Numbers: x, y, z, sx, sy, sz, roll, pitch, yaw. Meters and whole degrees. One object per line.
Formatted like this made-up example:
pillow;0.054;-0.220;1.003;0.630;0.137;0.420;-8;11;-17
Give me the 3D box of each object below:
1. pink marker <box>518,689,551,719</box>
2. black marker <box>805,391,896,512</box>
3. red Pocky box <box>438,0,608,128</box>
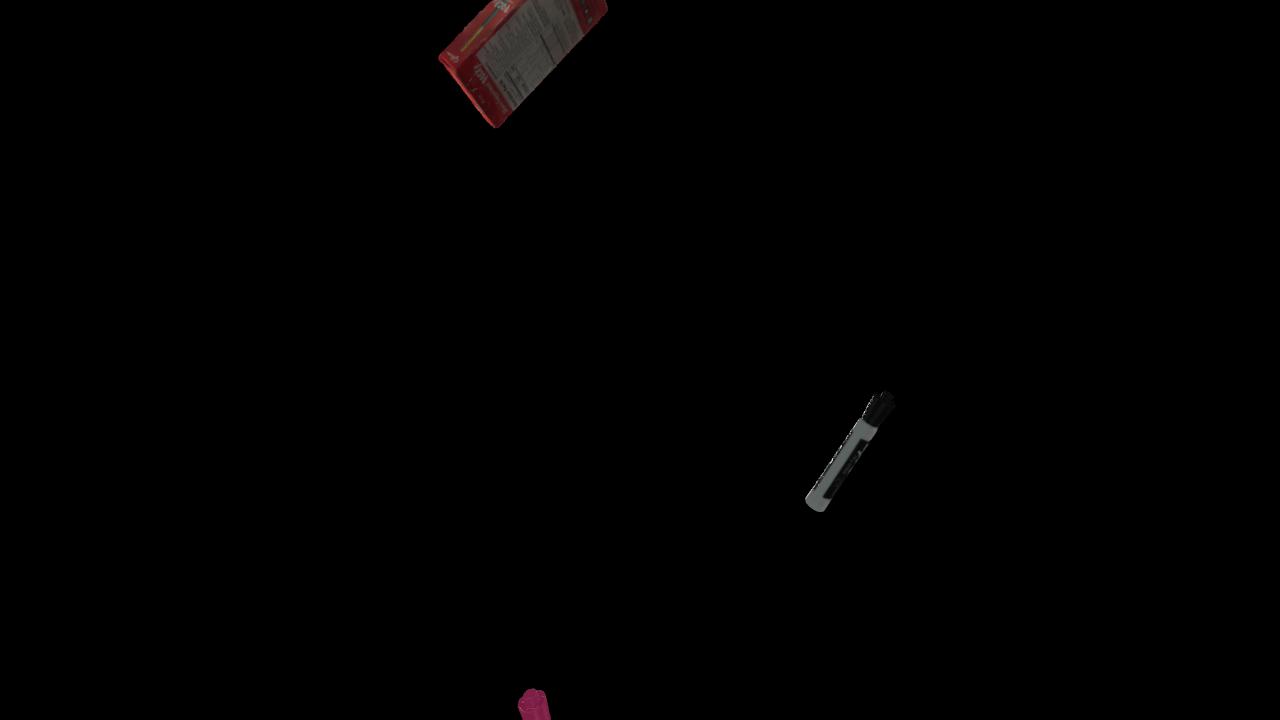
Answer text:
pink marker;-0.060;0.272;0.414;0.020;0.121;0.020;-10;16;3
black marker;0.176;0.077;0.514;0.020;0.121;0.020;20;25;-10
red Pocky box;-0.097;-0.285;0.534;0.028;0.155;0.083;42;-2;17
